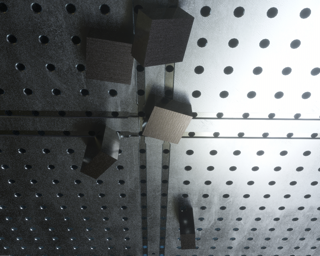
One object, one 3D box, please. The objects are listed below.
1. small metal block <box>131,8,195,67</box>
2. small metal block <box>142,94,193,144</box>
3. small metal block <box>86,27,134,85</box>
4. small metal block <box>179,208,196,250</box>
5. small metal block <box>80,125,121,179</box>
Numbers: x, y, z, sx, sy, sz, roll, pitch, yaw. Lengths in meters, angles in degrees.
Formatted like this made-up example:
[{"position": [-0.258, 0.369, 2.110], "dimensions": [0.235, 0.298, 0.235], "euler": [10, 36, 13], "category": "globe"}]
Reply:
[{"position": [0.002, -0.093, 0.317], "dimensions": [0.050, 0.025, 0.050], "euler": [-15, 138, -32], "category": "small metal block"}, {"position": [0.009, -0.010, 0.403], "dimensions": [0.050, 0.025, 0.050], "euler": [15, 128, -13], "category": "small metal block"}, {"position": [-0.054, -0.079, 0.344], "dimensions": [0.050, 0.025, 0.050], "euler": [7, 130, -7], "category": "small metal block"}, {"position": [0.048, 0.179, 0.549], "dimensions": [0.025, 0.050, 0.050], "euler": [-4, 130, 3], "category": "small metal block"}, {"position": [-0.080, 0.033, 0.422], "dimensions": [0.025, 0.050, 0.050], "euler": [33, 123, -25], "category": "small metal block"}]
